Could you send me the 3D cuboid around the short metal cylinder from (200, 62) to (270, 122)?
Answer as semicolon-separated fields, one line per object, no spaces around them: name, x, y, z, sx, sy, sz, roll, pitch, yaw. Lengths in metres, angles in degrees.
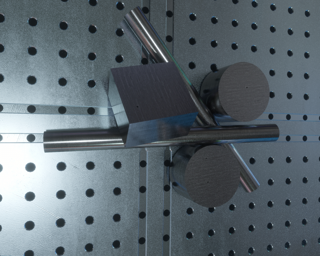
short metal cylinder;0.104;-0.048;0.434;0.081;0.050;0.079;0;90;-20

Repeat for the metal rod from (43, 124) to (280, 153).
metal rod;0.013;0.011;0.396;0.302;0.025;0.025;-2;91;-14

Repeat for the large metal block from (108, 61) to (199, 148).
large metal block;-0.012;-0.030;0.372;0.081;0.050;0.080;-11;59;-19

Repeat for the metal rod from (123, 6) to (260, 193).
metal rod;0.050;-0.030;0.428;0.025;0.025;0.299;-40;103;-16

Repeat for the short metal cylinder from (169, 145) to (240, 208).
short metal cylinder;0.059;0.061;0.418;0.081;0.050;0.079;0;90;-20
